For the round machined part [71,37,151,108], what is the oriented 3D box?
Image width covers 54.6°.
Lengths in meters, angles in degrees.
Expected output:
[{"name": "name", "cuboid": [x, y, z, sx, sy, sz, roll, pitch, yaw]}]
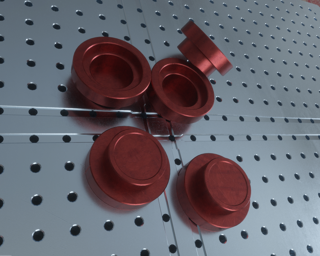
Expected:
[{"name": "round machined part", "cuboid": [-0.064, -0.067, 0.400, 0.099, 0.042, 0.098, 11, 57, -17]}]

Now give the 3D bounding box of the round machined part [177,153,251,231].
[{"name": "round machined part", "cuboid": [0.074, 0.076, 0.391, 0.099, 0.042, 0.098, 13, 56, -21]}]

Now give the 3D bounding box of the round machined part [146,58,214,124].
[{"name": "round machined part", "cuboid": [0.024, -0.048, 0.439, 0.099, 0.042, 0.098, 13, 56, -21]}]

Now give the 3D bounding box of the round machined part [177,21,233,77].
[{"name": "round machined part", "cuboid": [0.064, -0.116, 0.482, 0.098, 0.042, 0.098, 44, 14, -14]}]

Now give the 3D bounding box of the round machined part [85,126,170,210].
[{"name": "round machined part", "cuboid": [-0.032, 0.040, 0.355, 0.099, 0.042, 0.098, 13, 56, -21]}]
